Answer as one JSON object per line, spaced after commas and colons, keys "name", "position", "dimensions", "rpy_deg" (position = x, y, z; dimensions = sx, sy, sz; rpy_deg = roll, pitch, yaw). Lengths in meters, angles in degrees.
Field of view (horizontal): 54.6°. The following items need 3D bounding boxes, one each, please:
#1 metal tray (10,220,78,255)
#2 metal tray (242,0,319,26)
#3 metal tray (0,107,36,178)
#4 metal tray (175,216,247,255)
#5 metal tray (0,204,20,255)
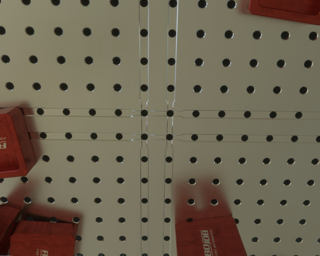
{"name": "metal tray", "position": [-0.181, 0.208, 0.480], "dimensions": [0.091, 0.030, 0.129], "rpy_deg": [7, 110, -10]}
{"name": "metal tray", "position": [0.153, -0.187, 0.342], "dimensions": [0.091, 0.030, 0.129], "rpy_deg": [8, 110, -3]}
{"name": "metal tray", "position": [-0.246, 0.025, 0.417], "dimensions": [0.131, 0.030, 0.089], "rpy_deg": [-6, 110, 2]}
{"name": "metal tray", "position": [0.070, 0.176, 0.423], "dimensions": [0.090, 0.130, 0.030], "rpy_deg": [-7, 110, 3]}
{"name": "metal tray", "position": [-0.247, 0.189, 0.446], "dimensions": [0.030, 0.090, 0.129], "rpy_deg": [20, 109, -7]}
